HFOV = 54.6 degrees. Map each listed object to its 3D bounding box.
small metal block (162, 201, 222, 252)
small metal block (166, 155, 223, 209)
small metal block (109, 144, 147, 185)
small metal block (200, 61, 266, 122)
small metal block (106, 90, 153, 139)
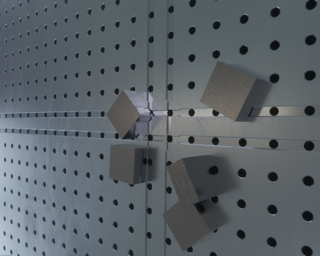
[{"bbox_3d":[0.038,0.113,0.379,0.050,0.025,0.050,-48,62,29],"label":"small metal block"},{"bbox_3d":[0.041,0.061,0.360,0.025,0.050,0.050,-34,69,35],"label":"small metal block"},{"bbox_3d":[-0.046,0.051,0.449,0.050,0.025,0.050,5,93,40],"label":"small metal block"},{"bbox_3d":[0.080,-0.041,0.344,0.050,0.025,0.050,35,112,34],"label":"small metal block"},{"bbox_3d":[-0.045,-0.019,0.448,0.050,0.025,0.050,-51,60,28],"label":"small metal block"}]
